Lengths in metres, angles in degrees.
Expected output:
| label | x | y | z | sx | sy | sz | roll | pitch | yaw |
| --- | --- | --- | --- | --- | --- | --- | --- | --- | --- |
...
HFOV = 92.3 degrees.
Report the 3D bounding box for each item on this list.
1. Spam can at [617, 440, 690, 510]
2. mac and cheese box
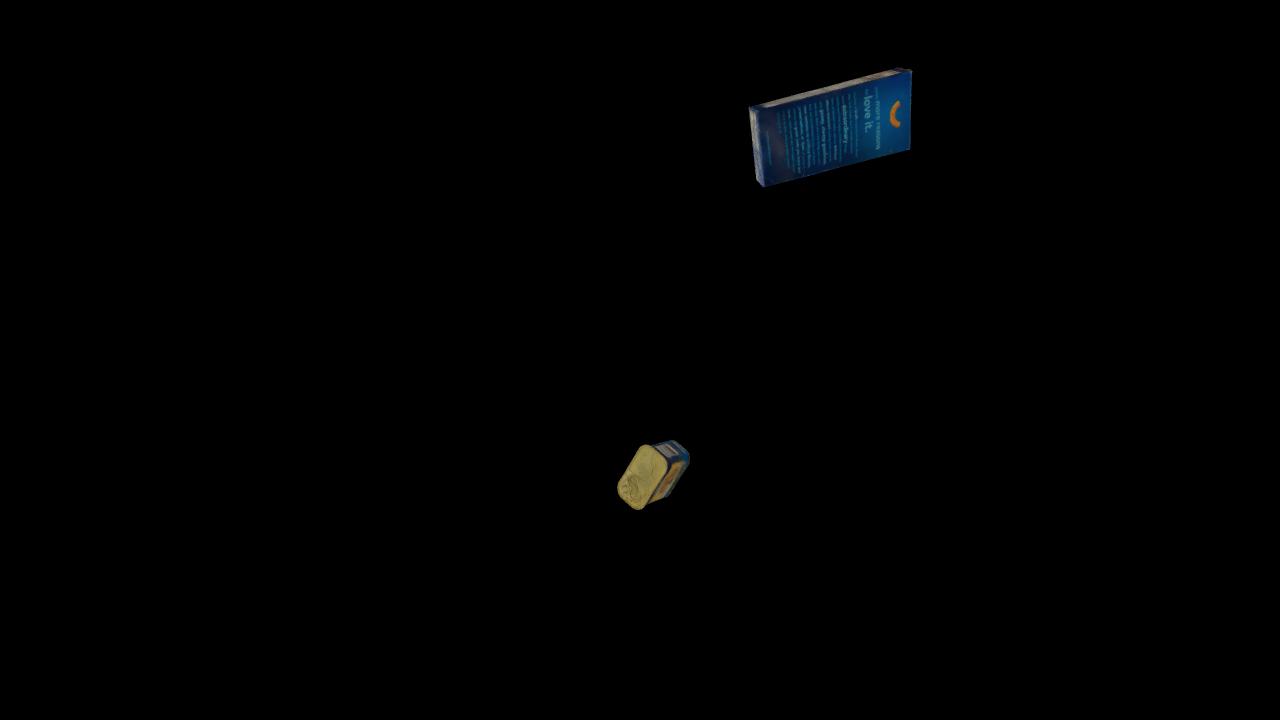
| label | x | y | z | sx | sy | sz | roll | pitch | yaw |
| --- | --- | --- | --- | --- | --- | --- | --- | --- | --- |
| Spam can | 0.024 | 0.178 | 0.965 | 0.058 | 0.101 | 0.085 | 39 | 20 | 26 |
| mac and cheese box | 0.228 | -0.278 | 0.737 | 0.184 | 0.093 | 0.041 | -14 | 31 | 0 |
